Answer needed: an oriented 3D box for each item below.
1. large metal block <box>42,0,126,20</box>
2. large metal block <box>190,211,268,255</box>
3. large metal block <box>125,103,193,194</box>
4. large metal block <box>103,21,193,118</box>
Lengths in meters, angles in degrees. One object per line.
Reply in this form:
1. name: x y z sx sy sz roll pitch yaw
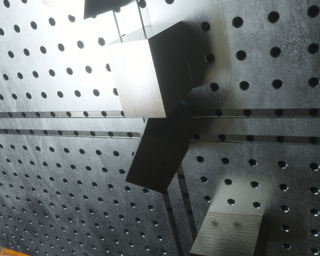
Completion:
1. large metal block: -0.071 -0.164 0.312 0.050 0.080 0.079 25 127 13
2. large metal block: 0.097 0.164 0.426 0.080 0.080 0.050 -3 117 30
3. large metal block: 0.000 0.019 0.381 0.050 0.080 0.079 19 128 -5
4. large metal block: -0.008 -0.065 0.340 0.050 0.080 0.080 0 118 28
